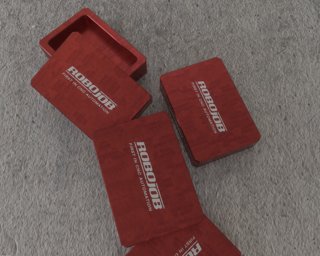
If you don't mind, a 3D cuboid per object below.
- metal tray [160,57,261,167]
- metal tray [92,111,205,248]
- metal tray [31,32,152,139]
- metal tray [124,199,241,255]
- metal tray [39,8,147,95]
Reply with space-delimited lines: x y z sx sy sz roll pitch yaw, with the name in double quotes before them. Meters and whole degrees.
"metal tray" 0.063 -0.023 0.414 0.091 0.030 0.130 -19 71 -7
"metal tray" -0.015 0.055 0.348 0.091 0.030 0.129 -17 75 -6
"metal tray" -0.086 -0.047 0.398 0.130 0.030 0.090 41 92 4
"metal tray" 0.014 0.156 0.348 0.130 0.030 0.090 -41 75 -14
"metal tray" -0.094 -0.102 0.441 0.130 0.030 0.090 43 75 14
